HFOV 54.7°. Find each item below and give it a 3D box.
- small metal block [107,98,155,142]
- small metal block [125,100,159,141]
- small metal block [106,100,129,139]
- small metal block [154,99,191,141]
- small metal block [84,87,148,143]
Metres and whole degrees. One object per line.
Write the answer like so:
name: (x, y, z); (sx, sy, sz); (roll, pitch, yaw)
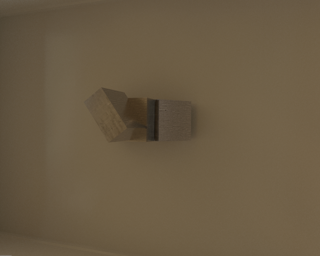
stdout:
small metal block: (-0.034, -0.010, 0.367); (0.050, 0.025, 0.050); (1, 90, 20)
small metal block: (-0.022, -0.010, 0.403); (0.025, 0.050, 0.050); (1, 90, 20)
small metal block: (-0.057, -0.011, 0.412); (0.025, 0.050, 0.050); (1, 90, -14)
small metal block: (0.012, -0.009, 0.389); (0.025, 0.050, 0.050); (1, 90, 54)
small metal block: (-0.046, -0.013, 0.331); (0.025, 0.050, 0.050); (-37, 78, 17)
